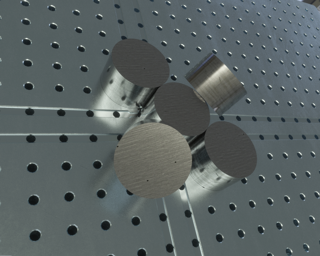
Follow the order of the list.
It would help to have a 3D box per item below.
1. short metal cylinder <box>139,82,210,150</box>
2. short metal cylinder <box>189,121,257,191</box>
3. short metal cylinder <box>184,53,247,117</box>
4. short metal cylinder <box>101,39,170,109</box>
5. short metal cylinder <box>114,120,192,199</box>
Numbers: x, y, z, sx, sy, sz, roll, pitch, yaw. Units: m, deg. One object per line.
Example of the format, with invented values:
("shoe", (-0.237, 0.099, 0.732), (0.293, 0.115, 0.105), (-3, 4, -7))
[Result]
("short metal cylinder", (0.019, -0.014, 0.412), (0.081, 0.050, 0.080), (14, 56, -21))
("short metal cylinder", (0.081, 0.038, 0.414), (0.081, 0.050, 0.080), (14, 56, -21))
("short metal cylinder", (0.080, -0.063, 0.449), (0.080, 0.050, 0.080), (47, 10, -10))
("short metal cylinder", (-0.034, -0.073, 0.419), (0.081, 0.050, 0.080), (14, 56, -21))
("short metal cylinder", (-0.008, 0.032, 0.343), (0.081, 0.050, 0.079), (0, 95, -3))
